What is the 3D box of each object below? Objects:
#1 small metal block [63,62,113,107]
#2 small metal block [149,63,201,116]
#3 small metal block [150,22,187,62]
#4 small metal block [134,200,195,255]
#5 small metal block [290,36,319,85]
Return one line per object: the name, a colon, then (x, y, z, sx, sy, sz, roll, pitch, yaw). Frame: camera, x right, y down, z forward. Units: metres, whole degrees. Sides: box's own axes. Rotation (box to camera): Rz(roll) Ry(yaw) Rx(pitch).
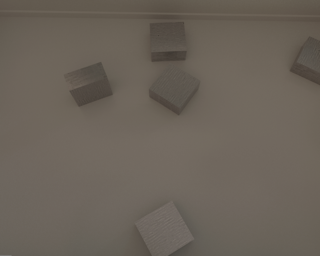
small metal block: (-0.095, -0.058, 0.416, 0.050, 0.050, 0.025, -21, 72, -8)
small metal block: (0.020, -0.054, 0.430, 0.050, 0.025, 0.050, 33, 73, 11)
small metal block: (0.011, -0.127, 0.456, 0.050, 0.025, 0.050, -3, 70, -2)
small metal block: (0.005, 0.122, 0.365, 0.050, 0.025, 0.050, -28, 73, -10)
small metal block: (0.225, -0.097, 0.448, 0.050, 0.025, 0.050, 29, 72, 9)
